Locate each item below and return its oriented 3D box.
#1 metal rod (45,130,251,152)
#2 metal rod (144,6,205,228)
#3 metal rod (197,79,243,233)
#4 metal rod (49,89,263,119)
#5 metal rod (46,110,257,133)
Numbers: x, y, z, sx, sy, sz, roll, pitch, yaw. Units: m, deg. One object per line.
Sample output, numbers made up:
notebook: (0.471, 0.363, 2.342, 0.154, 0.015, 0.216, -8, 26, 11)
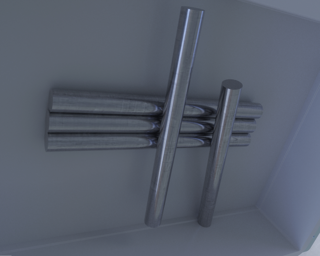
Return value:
metal rod: (0.004, 0.016, 0.421, 0.303, 0.025, 0.025, 1, 118, -29)
metal rod: (0.012, 0.007, 0.387, 0.025, 0.025, 0.298, -5, 121, -26)
metal rod: (0.083, 0.063, 0.468, 0.025, 0.025, 0.298, -15, 132, -20)
metal rod: (0.017, -0.028, 0.401, 0.303, 0.025, 0.025, 1, 118, -29)
metal rod: (0.010, -0.006, 0.410, 0.303, 0.025, 0.025, 1, 118, -29)
